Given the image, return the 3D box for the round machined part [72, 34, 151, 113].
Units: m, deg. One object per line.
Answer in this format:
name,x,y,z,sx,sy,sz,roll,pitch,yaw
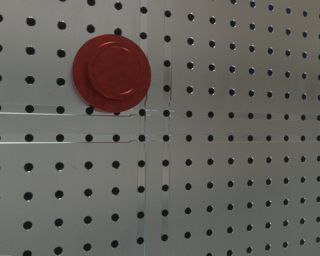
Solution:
round machined part,-0.057,-0.068,0.383,0.099,0.042,0.097,0,90,-21
